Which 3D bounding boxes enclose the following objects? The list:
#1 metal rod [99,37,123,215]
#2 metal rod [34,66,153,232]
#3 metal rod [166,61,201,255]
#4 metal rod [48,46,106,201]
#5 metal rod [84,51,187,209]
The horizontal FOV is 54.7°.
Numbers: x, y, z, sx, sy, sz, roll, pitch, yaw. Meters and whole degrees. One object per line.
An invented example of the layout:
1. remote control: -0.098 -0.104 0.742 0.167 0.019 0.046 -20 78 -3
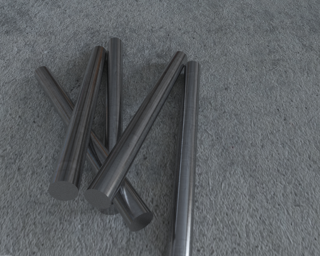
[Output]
1. metal rod: -0.064 -0.027 0.425 0.025 0.025 0.300 -3 50 -3
2. metal rod: -0.098 0.002 0.378 0.025 0.025 0.300 -26 48 -20
3. metal rod: 0.034 0.020 0.386 0.025 0.025 0.300 5 50 4
4. metal rod: -0.091 -0.034 0.386 0.025 0.025 0.300 -3 36 -2
5. metal rod: -0.011 -0.025 0.383 0.025 0.025 0.301 13 39 11
